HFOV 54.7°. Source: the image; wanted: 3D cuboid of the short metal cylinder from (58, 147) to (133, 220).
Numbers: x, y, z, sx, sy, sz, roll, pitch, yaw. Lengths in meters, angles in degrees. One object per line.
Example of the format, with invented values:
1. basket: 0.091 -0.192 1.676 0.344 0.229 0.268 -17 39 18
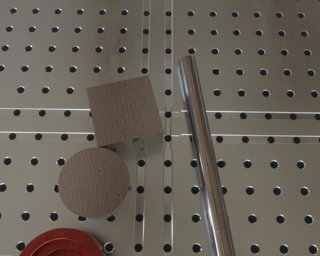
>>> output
1. short metal cylinder: -0.074 0.068 0.373 0.081 0.050 0.080 0 70 0

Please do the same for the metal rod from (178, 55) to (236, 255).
1. metal rod: 0.059 0.041 0.397 0.025 0.025 0.299 -7 70 -3

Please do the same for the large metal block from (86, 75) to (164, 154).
1. large metal block: -0.044 -0.014 0.403 0.081 0.050 0.080 -13 71 -5

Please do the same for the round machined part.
1. round machined part: -0.106 0.162 0.342 0.099 0.042 0.098 0 70 -1
